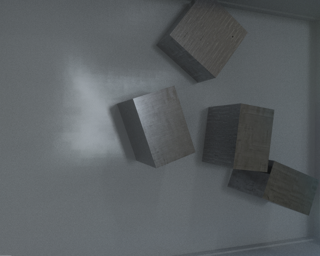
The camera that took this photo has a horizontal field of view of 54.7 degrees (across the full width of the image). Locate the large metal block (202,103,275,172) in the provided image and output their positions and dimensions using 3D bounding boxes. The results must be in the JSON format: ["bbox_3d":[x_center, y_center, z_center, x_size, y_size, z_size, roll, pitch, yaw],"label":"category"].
[{"bbox_3d":[0.103,0.013,0.419,0.050,0.080,0.080,8,87,-20],"label":"large metal block"}]

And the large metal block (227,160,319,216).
[{"bbox_3d":[0.158,0.079,0.439,0.080,0.080,0.050,23,83,-19],"label":"large metal block"}]

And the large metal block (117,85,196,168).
[{"bbox_3d":[-0.008,-0.002,0.378,0.050,0.080,0.080,-20,97,-19],"label":"large metal block"}]

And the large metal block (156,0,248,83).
[{"bbox_3d":[0.056,-0.120,0.418,0.080,0.050,0.080,39,78,-16],"label":"large metal block"}]
